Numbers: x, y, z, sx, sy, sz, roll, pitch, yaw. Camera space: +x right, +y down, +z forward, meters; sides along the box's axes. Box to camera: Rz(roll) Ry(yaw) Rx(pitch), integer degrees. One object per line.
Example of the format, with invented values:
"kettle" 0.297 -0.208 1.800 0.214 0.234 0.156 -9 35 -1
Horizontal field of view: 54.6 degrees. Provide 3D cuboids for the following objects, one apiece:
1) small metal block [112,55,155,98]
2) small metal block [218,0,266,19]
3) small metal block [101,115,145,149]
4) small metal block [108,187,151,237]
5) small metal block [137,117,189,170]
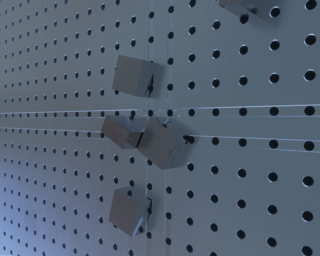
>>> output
"small metal block" -0.038 -0.074 0.442 0.050 0.025 0.050 21 103 38
"small metal block" 0.089 -0.145 0.320 0.025 0.050 0.050 19 102 38
"small metal block" -0.045 0.005 0.431 0.050 0.050 0.025 34 112 35
"small metal block" -0.044 0.120 0.447 0.050 0.025 0.050 21 103 38
"small metal block" 0.003 0.019 0.408 0.050 0.025 0.050 35 112 34
